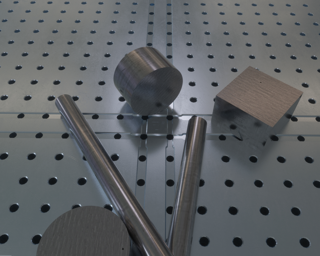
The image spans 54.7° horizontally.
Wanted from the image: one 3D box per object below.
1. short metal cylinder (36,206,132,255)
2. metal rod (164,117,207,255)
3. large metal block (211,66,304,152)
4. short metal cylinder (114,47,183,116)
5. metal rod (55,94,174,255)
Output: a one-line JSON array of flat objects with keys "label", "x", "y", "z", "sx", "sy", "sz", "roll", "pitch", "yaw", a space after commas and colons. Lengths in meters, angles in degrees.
[{"label": "short metal cylinder", "x": -0.067, "y": 0.121, "z": 0.289, "sx": 0.081, "sy": 0.050, "sz": 0.080, "roll": 0, "pitch": 50, "yaw": 0}, {"label": "metal rod", "x": 0.022, "y": 0.106, "z": 0.318, "sx": 0.025, "sy": 0.025, "sz": 0.300, "roll": 9, "pitch": 50, "yaw": 7}, {"label": "large metal block", "x": 0.128, "y": -0.028, "z": 0.416, "sx": 0.080, "sy": 0.050, "sz": 0.080, "roll": 35, "pitch": 58, "yaw": 25}, {"label": "short metal cylinder", "x": -0.016, "y": -0.063, "z": 0.425, "sx": 0.081, "sy": 0.080, "sz": 0.050, "roll": -25, "pitch": 55, "yaw": -20}, {"label": "metal rod", "x": -0.058, "y": 0.052, "z": 0.345, "sx": 0.025, "sy": 0.025, "sz": 0.300, "roll": -25, "pitch": 49, "yaw": -20}]
